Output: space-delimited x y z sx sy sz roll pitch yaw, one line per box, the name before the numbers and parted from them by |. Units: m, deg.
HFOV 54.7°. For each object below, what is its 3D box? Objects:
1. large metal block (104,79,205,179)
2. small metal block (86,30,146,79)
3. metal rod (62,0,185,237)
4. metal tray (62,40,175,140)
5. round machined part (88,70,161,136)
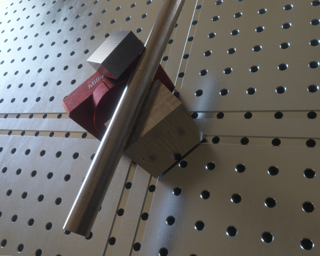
large metal block | -0.004 0.004 0.368 0.080 0.080 0.050 -40 51 1
small metal block | -0.052 -0.086 0.362 0.050 0.025 0.050 -50 33 -10
metal rod | -0.029 -0.034 0.340 0.025 0.025 0.300 7 65 31
metal tray | -0.052 -0.045 0.419 0.130 0.090 0.030 -40 51 1
round machined part | -0.038 -0.022 0.398 0.098 0.098 0.042 -41 51 0
